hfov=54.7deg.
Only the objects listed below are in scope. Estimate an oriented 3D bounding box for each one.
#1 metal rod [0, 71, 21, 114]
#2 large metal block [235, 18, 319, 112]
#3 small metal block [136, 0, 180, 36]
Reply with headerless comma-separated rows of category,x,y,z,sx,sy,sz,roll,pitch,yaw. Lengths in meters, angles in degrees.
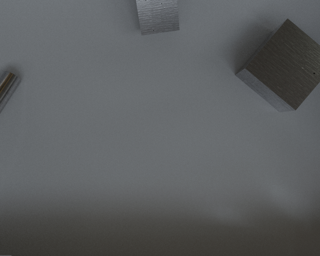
metal rod,-0.244,0.059,0.347,0.025,0.025,0.300,21,65,0
large metal block,0.160,-0.077,0.401,0.080,0.050,0.080,40,90,-1
small metal block,-0.003,-0.151,0.399,0.050,0.025,0.050,-8,126,0
